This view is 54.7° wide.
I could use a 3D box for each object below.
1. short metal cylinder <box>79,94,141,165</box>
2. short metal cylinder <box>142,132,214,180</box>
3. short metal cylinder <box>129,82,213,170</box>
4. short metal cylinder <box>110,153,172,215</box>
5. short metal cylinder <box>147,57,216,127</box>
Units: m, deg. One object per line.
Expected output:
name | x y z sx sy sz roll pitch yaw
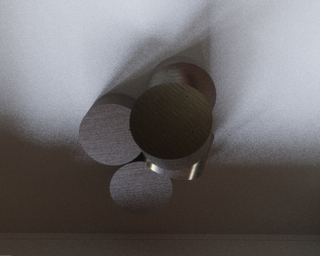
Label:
short metal cylinder | -0.057 0.001 0.395 0.081 0.050 0.079 0 110 -1
short metal cylinder | 0.022 0.022 0.390 0.081 0.080 0.050 13 110 -5
short metal cylinder | 0.013 0.000 0.322 0.080 0.050 0.080 -2 70 6
short metal cylinder | -0.024 0.070 0.421 0.081 0.050 0.079 0 110 -1
short metal cylinder | 0.025 -0.044 0.380 0.081 0.050 0.079 0 110 -1
